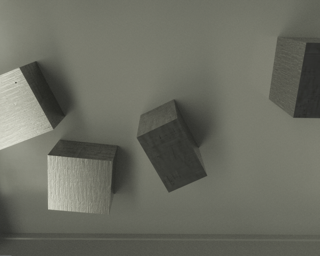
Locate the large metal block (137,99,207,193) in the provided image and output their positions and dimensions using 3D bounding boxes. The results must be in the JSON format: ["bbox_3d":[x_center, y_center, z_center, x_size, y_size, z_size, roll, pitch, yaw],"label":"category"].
[{"bbox_3d":[0.014,0.019,0.389,0.050,0.080,0.080,-26,108,9],"label":"large metal block"}]

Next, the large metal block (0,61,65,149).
[{"bbox_3d":[-0.180,-0.028,0.385,0.080,0.050,0.080,-20,109,7],"label":"large metal block"}]

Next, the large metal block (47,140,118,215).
[{"bbox_3d":[-0.103,0.066,0.421,0.081,0.050,0.079,6,110,-3],"label":"large metal block"}]

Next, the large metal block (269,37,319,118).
[{"bbox_3d":[0.171,-0.062,0.362,0.050,0.080,0.079,1,110,-1],"label":"large metal block"}]
